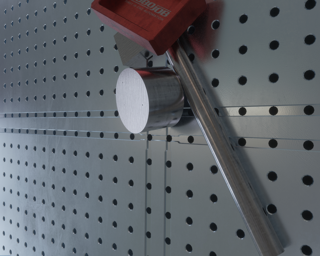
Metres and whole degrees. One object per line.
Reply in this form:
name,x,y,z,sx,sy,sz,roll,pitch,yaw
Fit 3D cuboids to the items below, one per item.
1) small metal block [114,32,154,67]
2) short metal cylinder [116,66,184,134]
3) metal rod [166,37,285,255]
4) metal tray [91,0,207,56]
small metal block,-0.034,-0.121,0.438,0.050,0.025,0.050,-29,72,36
short metal cylinder,-0.015,-0.036,0.391,0.080,0.050,0.079,21,116,52
metal rod,0.059,-0.002,0.360,0.025,0.025,0.299,-36,68,34
metal tray,-0.017,-0.156,0.394,0.090,0.030,0.130,-48,57,-5
